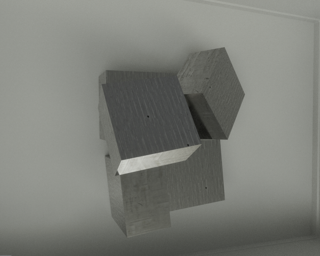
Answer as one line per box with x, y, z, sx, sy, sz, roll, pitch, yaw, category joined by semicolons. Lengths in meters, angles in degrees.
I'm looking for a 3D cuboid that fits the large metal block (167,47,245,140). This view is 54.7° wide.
0.061;-0.042;0.392;0.080;0.050;0.080;55;50;-36;large metal block

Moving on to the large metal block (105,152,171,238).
-0.029;0.073;0.370;0.050;0.080;0.079;-7;93;-20;large metal block

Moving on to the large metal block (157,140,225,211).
0.034;0.057;0.407;0.081;0.050;0.079;-6;92;-20;large metal block

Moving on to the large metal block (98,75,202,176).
-0.014;-0.003;0.322;0.081;0.050;0.080;-10;68;-20;large metal block

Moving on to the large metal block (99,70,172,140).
-0.031;-0.026;0.385;0.081;0.050;0.079;-1;91;-20;large metal block
